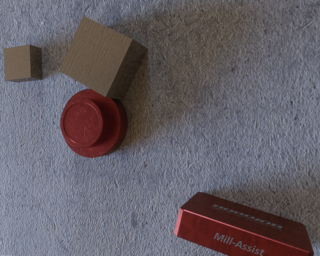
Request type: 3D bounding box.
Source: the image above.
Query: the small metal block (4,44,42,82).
[{"bbox_3d":[-0.214,-0.100,0.484,0.050,0.025,0.050,-2,89,20],"label":"small metal block"}]

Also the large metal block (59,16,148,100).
[{"bbox_3d":[-0.076,-0.093,0.423,0.080,0.050,0.080,29,100,17],"label":"large metal block"}]

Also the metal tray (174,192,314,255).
[{"bbox_3d":[0.091,0.112,0.342,0.130,0.090,0.030,14,95,19],"label":"metal tray"}]

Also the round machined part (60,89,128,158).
[{"bbox_3d":[-0.099,-0.007,0.435,0.098,0.042,0.097,0,90,20],"label":"round machined part"}]
